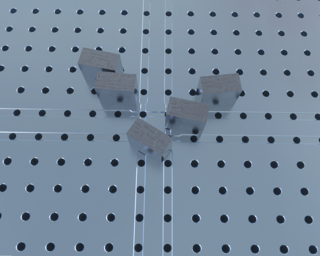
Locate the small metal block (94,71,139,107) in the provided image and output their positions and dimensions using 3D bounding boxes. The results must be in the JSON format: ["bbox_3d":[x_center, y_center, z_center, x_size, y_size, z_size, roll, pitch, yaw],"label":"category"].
[{"bbox_3d":[-0.057,-0.051,0.416,0.050,0.050,0.025,5,70,1],"label":"small metal block"}]

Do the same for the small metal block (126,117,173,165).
[{"bbox_3d":[-0.013,0.018,0.392,0.050,0.050,0.025,31,73,10],"label":"small metal block"}]

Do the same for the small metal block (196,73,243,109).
[{"bbox_3d":[0.078,-0.048,0.417,0.050,0.050,0.025,-6,70,-3],"label":"small metal block"}]

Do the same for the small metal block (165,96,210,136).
[{"bbox_3d":[0.034,-0.015,0.404,0.050,0.050,0.025,12,71,4],"label":"small metal block"}]

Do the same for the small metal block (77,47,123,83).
[{"bbox_3d":[-0.080,-0.082,0.427,0.050,0.050,0.025,11,71,4],"label":"small metal block"}]
